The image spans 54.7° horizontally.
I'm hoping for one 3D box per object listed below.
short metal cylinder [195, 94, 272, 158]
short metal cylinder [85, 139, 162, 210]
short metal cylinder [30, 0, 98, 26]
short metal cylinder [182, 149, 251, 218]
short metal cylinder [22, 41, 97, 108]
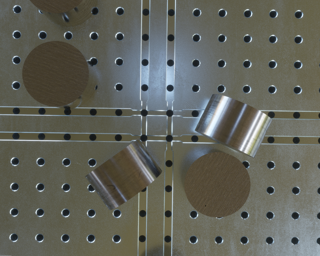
[{"bbox_3d":[0.091,-0.002,0.386,0.080,0.080,0.050,26,90,0],"label":"short metal cylinder"},{"bbox_3d":[-0.045,0.057,0.385,0.080,0.080,0.050,-35,90,0],"label":"short metal cylinder"},{"bbox_3d":[-0.125,-0.179,0.400,0.081,0.050,0.080,0,90,0],"label":"short metal cylinder"},{"bbox_3d":[0.070,0.069,0.401,0.081,0.050,0.079,0,90,0],"label":"short metal cylinder"},{"bbox_3d":[-0.126,-0.066,0.400,0.081,0.050,0.079,0,90,0],"label":"short metal cylinder"}]
